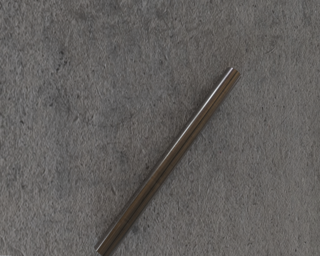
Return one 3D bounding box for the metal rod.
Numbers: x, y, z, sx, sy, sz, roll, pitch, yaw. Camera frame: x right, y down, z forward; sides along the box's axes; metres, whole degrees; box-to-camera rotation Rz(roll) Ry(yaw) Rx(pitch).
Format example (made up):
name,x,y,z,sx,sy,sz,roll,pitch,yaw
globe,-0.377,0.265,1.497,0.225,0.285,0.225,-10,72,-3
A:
name,x,y,z,sx,sy,sz,roll,pitch,yaw
metal rod,0.017,0.038,0.415,0.025,0.025,0.300,41,77,-16
